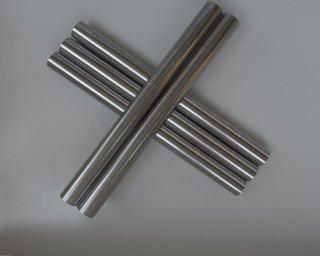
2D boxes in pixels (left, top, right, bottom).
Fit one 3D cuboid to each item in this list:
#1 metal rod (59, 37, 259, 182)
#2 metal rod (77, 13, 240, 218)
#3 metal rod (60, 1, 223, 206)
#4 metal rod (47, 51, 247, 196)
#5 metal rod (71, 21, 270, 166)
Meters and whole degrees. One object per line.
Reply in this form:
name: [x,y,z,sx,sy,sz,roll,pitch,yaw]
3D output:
metal rod: [-0.001,-0.024,0.410,0.301,0.025,0.025,34,90,0]
metal rod: [-0.002,-0.016,0.385,0.025,0.025,0.300,37,90,0]
metal rod: [-0.023,-0.030,0.385,0.025,0.025,0.300,37,90,0]
metal rod: [-0.017,-0.005,0.410,0.301,0.025,0.025,34,90,0]
metal rod: [0.014,-0.045,0.410,0.301,0.025,0.025,35,90,0]
